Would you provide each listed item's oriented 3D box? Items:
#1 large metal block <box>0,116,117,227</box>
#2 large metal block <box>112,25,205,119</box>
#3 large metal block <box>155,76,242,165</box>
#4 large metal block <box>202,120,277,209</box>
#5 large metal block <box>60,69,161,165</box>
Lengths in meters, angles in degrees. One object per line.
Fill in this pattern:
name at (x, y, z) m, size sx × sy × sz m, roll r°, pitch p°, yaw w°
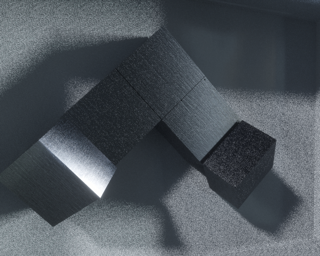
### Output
large metal block at (-0.109, 0.048, 0.332) m, size 0.080 × 0.050 × 0.080 m, roll -35°, pitch 106°, yaw 27°
large metal block at (-0.005, -0.067, 0.393) m, size 0.080 × 0.050 × 0.080 m, roll -46°, pitch 104°, yaw -14°
large metal block at (0.047, -0.009, 0.413) m, size 0.080 × 0.050 × 0.080 m, roll -46°, pitch 104°, yaw -14°
large metal block at (0.107, 0.050, 0.412) m, size 0.080 × 0.050 × 0.080 m, roll -46°, pitch 148°, yaw -14°
large metal block at (-0.060, -0.011, 0.373) m, size 0.080 × 0.050 × 0.080 m, roll -46°, pitch 104°, yaw -14°
